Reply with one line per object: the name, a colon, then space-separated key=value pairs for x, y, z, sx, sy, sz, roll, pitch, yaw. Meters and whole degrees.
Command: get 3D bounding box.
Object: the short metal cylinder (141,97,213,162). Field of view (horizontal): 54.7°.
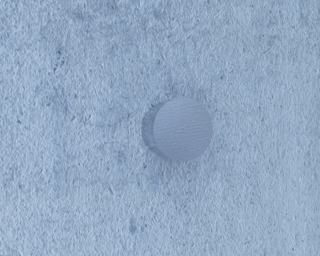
short metal cylinder: x=0.021 y=0.002 z=0.406 sx=0.081 sy=0.050 sz=0.079 roll=0 pitch=90 yaw=-21
